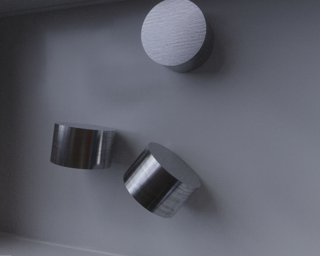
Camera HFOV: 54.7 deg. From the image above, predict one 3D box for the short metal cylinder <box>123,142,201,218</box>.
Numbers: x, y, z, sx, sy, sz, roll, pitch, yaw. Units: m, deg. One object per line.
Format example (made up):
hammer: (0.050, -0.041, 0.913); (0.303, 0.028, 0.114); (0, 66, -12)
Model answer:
short metal cylinder: (0.003, 0.063, 0.380); (0.080, 0.080, 0.050); (42, 103, 15)

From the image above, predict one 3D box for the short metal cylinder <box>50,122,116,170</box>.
short metal cylinder: (-0.103, 0.022, 0.418); (0.080, 0.080, 0.050); (9, 93, 20)

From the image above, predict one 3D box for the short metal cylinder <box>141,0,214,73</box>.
short metal cylinder: (0.023, -0.113, 0.389); (0.080, 0.050, 0.080); (0, 90, 20)
